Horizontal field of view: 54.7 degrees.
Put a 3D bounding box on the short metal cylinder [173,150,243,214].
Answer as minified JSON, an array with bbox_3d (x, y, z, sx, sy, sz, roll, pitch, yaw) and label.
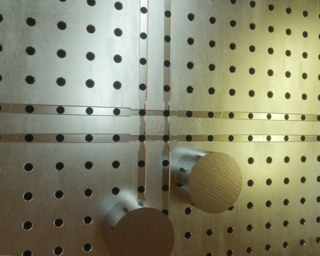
[{"bbox_3d":[0.064,0.071,0.425,0.081,0.050,0.079,0,90,-21],"label":"short metal cylinder"}]

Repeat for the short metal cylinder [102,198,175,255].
[{"bbox_3d":[-0.028,0.134,0.390,0.081,0.050,0.079,0,90,-21],"label":"short metal cylinder"}]
